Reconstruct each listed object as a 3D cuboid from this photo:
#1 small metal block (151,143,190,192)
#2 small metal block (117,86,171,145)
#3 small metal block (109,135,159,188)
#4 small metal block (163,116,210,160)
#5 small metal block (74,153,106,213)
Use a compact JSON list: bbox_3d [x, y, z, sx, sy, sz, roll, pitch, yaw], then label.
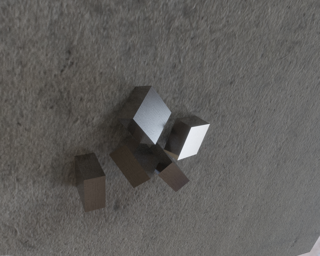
[{"bbox_3d":[0.009,0.054,0.431,0.025,0.050,0.050,-41,130,0],"label":"small metal block"},{"bbox_3d":[-0.017,-0.015,0.374,0.050,0.025,0.050,52,53,-40],"label":"small metal block"},{"bbox_3d":[-0.030,0.038,0.383,0.025,0.050,0.050,-32,99,19],"label":"small metal block"},{"bbox_3d":[0.037,0.013,0.425,0.050,0.025,0.050,-9,126,-53],"label":"small metal block"},{"bbox_3d":[-0.087,0.067,0.385,0.025,0.050,0.050,-9,123,-24],"label":"small metal block"}]
